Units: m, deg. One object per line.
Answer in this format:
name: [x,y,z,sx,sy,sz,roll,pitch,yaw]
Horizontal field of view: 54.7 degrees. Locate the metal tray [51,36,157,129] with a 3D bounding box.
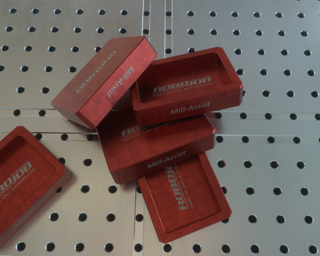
metal tray: [-0.074,-0.064,0.403,0.090,0.030,0.130,17,64,51]

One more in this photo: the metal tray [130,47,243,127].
metal tray: [0.028,-0.055,0.395,0.131,0.030,0.090,-12,46,0]

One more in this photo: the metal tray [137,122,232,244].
metal tray: [0.020,0.064,0.385,0.091,0.030,0.130,-20,71,-8]

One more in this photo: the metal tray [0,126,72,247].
metal tray: [-0.188,0.072,0.380,0.090,0.030,0.130,41,74,13]

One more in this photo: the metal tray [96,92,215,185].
metal tray: [-0.008,0.006,0.389,0.131,0.030,0.090,-21,49,-8]
